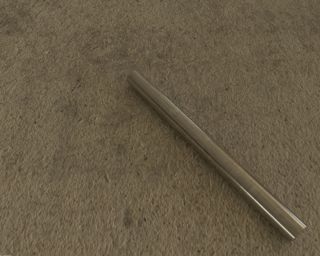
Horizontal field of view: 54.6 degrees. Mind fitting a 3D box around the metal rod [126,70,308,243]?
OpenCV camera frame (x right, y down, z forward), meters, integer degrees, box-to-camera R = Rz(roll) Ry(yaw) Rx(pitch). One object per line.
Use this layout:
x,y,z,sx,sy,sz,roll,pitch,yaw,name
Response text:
0.050,0.016,0.390,0.025,0.025,0.300,-30,56,-23,metal rod
